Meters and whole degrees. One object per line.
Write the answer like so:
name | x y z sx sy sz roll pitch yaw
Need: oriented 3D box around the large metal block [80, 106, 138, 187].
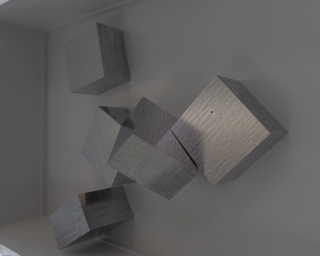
large metal block | -0.059 0.024 0.440 0.080 0.050 0.079 38 113 33

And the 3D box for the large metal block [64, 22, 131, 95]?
large metal block | -0.096 -0.101 0.470 0.080 0.050 0.080 -16 80 39

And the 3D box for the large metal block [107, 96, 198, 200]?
large metal block | -0.005 0.021 0.353 0.050 0.080 0.080 -49 16 28

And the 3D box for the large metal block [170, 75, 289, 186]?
large metal block | 0.071 0.003 0.332 0.080 0.050 0.080 -51 60 28

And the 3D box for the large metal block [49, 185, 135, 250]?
large metal block | -0.100 0.130 0.453 0.080 0.081 0.050 -39 66 33
